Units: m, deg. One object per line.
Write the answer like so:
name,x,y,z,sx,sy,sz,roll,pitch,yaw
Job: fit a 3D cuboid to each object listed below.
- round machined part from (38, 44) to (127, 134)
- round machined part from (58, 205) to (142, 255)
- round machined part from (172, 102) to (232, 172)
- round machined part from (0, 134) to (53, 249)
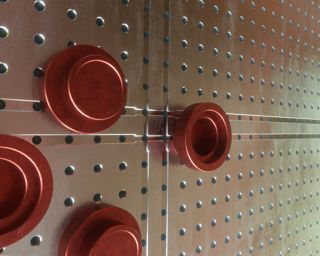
round machined part,-0.076,-0.042,0.336,0.099,0.042,0.097,0,90,-40
round machined part,-0.060,0.139,0.350,0.099,0.042,0.097,0,90,-40
round machined part,0.057,0.012,0.448,0.099,0.042,0.097,0,90,-40
round machined part,-0.151,0.053,0.273,0.099,0.042,0.097,0,90,-40
